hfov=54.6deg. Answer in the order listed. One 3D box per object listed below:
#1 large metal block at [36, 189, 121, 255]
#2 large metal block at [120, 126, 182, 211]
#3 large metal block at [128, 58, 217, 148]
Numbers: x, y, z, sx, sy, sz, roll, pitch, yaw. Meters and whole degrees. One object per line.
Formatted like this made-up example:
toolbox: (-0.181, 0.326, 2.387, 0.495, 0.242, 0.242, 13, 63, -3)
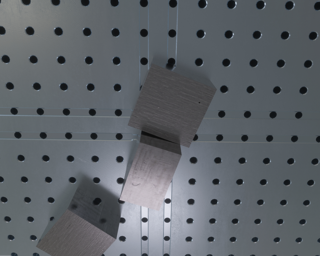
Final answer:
large metal block: (-0.117, 0.152, 0.455, 0.080, 0.050, 0.080, 37, 106, -13)
large metal block: (-0.012, 0.045, 0.400, 0.050, 0.080, 0.080, 18, 109, -7)
large metal block: (0.014, -0.033, 0.388, 0.080, 0.050, 0.080, 21, 109, -8)
